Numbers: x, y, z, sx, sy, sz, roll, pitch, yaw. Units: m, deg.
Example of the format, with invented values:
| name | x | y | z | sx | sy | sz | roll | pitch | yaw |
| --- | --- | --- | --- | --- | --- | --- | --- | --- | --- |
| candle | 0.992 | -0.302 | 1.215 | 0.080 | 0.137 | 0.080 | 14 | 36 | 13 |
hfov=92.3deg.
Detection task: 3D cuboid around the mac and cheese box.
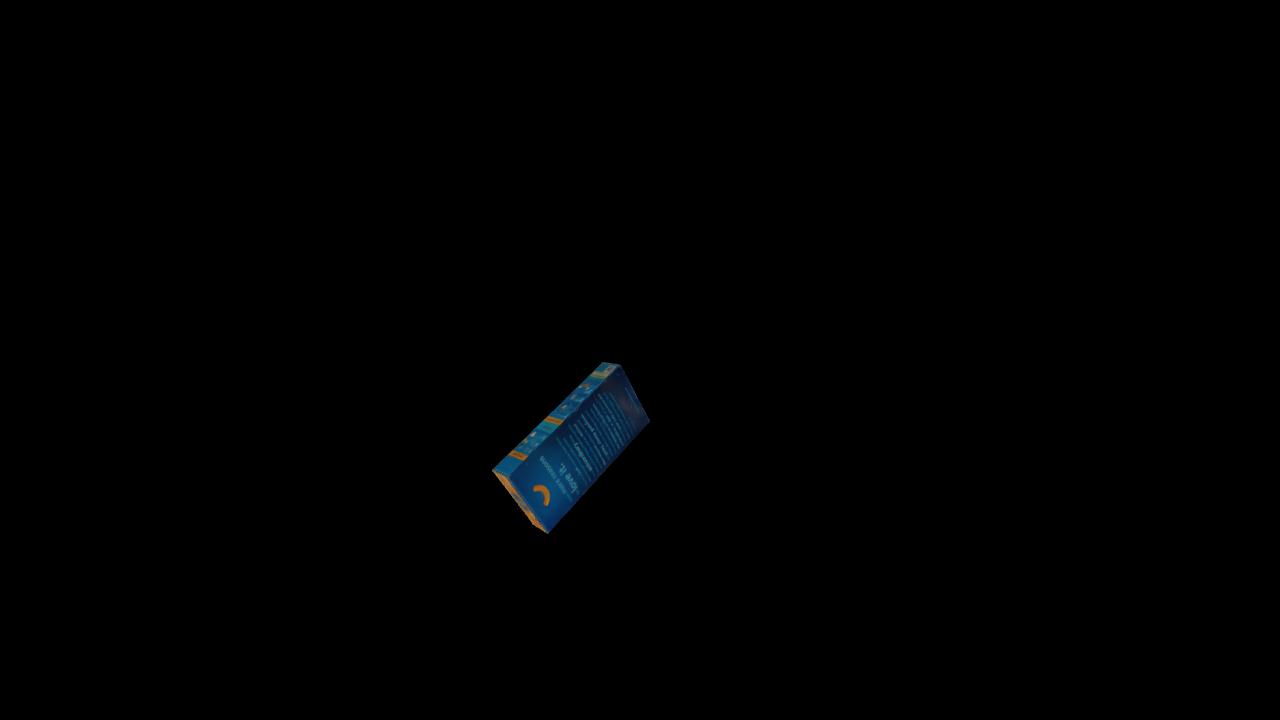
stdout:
| name | x | y | z | sx | sy | sz | roll | pitch | yaw |
| --- | --- | --- | --- | --- | --- | --- | --- | --- | --- |
| mac and cheese box | -0.072 | 0.095 | 0.702 | 0.041 | 0.093 | 0.184 | 10 | 46 | 46 |
